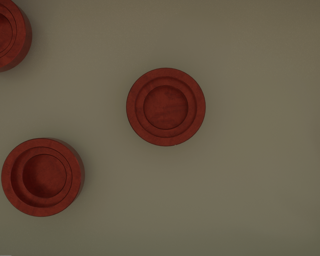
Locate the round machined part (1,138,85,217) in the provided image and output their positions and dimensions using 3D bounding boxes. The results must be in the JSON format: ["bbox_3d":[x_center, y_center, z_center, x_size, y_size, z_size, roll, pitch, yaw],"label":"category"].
[{"bbox_3d":[-0.146,0.061,0.402,0.099,0.042,0.097,0,90,0],"label":"round machined part"}]

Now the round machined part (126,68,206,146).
[{"bbox_3d":[0.007,-0.026,0.403,0.099,0.042,0.097,0,90,0],"label":"round machined part"}]

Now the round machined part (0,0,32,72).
[{"bbox_3d":[-0.214,-0.120,0.401,0.099,0.042,0.097,0,90,0],"label":"round machined part"}]
